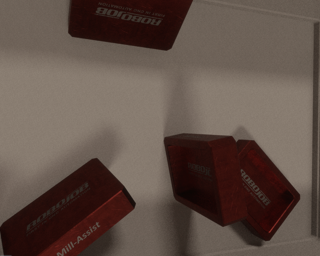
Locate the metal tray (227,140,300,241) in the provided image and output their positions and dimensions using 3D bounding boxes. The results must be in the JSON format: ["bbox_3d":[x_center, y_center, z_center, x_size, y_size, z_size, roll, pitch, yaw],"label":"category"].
[{"bbox_3d":[0.140,0.091,0.461,0.090,0.030,0.130,-47,105,-14],"label":"metal tray"}]

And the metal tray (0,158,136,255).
[{"bbox_3d":[-0.102,0.096,0.336,0.131,0.090,0.030,-37,122,-17],"label":"metal tray"}]

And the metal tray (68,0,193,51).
[{"bbox_3d":[-0.036,-0.142,0.362,0.131,0.089,0.030,3,54,-21],"label":"metal tray"}]

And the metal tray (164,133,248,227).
[{"bbox_3d":[0.048,0.054,0.374,0.030,0.130,0.089,-12,94,-20],"label":"metal tray"}]
